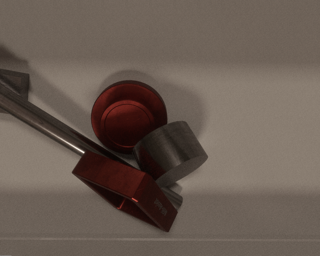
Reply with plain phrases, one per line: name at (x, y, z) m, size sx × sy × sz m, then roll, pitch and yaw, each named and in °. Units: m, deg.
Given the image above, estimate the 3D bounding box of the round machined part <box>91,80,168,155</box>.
round machined part at (-0.039, -0.009, 0.398) m, size 0.099 × 0.042 × 0.097 m, roll 0°, pitch 110°, yaw -1°

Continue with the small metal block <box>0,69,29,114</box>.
small metal block at (-0.197, -0.047, 0.391) m, size 0.050 × 0.025 × 0.050 m, roll 10°, pitch 110°, yaw -4°

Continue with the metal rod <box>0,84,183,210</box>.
metal rod at (-0.092, 0.029, 0.405) m, size 0.301 × 0.025 × 0.025 m, roll 35°, pitch 106°, yaw -19°

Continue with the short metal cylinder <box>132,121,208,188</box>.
short metal cylinder at (0.012, 0.035, 0.388) m, size 0.080 × 0.080 × 0.050 m, roll -35°, pitch 69°, yaw 11°

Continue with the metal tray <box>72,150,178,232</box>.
metal tray at (-0.037, 0.081, 0.379) m, size 0.090 × 0.030 × 0.130 m, roll 16°, pitch 155°, yaw 27°
